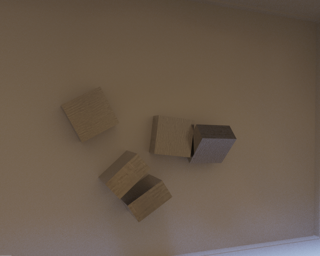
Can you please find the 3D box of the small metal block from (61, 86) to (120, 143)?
[{"bbox_3d":[-0.086,-0.016,0.379,0.050,0.025,0.050,-30,100,-18],"label":"small metal block"}]

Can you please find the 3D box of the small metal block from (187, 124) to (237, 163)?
[{"bbox_3d":[0.067,0.022,0.420,0.050,0.025,0.050,2,134,-21],"label":"small metal block"}]

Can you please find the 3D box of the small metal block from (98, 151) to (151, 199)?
[{"bbox_3d":[-0.045,0.055,0.381,0.050,0.050,0.025,-44,104,-15],"label":"small metal block"}]

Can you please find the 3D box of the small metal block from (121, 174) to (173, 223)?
[{"bbox_3d":[-0.020,0.086,0.390,0.050,0.050,0.025,-34,101,-17],"label":"small metal block"}]

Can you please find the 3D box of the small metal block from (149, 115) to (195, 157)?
[{"bbox_3d":[0.016,0.011,0.415,0.050,0.025,0.050,8,87,-18],"label":"small metal block"}]
